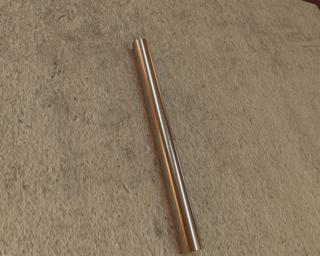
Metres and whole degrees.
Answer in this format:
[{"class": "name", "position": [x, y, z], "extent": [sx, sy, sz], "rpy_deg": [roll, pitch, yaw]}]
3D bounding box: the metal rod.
[{"class": "metal rod", "position": [0.003, 0.005, 0.405], "extent": [0.025, 0.025, 0.299], "rpy_deg": [0, 62, -29]}]
